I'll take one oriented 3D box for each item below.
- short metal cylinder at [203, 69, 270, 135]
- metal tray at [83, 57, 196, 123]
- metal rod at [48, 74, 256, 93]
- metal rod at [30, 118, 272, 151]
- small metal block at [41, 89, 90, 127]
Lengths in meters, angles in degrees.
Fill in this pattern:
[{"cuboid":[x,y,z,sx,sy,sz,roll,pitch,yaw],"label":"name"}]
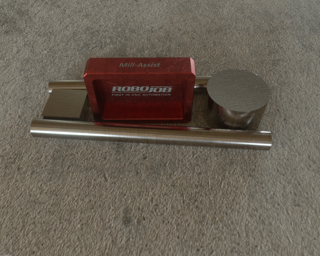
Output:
[{"cuboid":[0.101,-0.034,0.417,0.081,0.050,0.080,0,50,0],"label":"short metal cylinder"},{"cuboid":[-0.024,-0.046,0.399,0.131,0.090,0.030,0,50,0],"label":"metal tray"},{"cuboid":[-0.008,-0.062,0.457,0.302,0.025,0.025,-2,50,-2],"label":"metal rod"},{"cuboid":[-0.013,0.008,0.398,0.302,0.025,0.025,3,50,2],"label":"metal rod"},{"cuboid":[-0.127,-0.027,0.427,0.050,0.025,0.050,3,50,3],"label":"small metal block"}]
